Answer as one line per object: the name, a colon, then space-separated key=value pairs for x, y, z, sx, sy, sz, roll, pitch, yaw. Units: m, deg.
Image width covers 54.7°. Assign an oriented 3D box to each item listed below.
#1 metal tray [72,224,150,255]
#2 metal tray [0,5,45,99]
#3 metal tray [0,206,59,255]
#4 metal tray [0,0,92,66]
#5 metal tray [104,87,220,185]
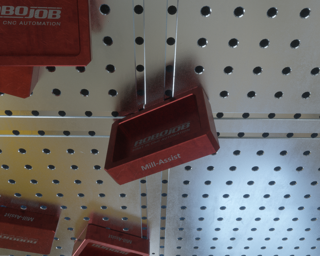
metal tray: x=-0.097 y=0.241 z=0.611 sx=0.131 sy=0.030 sz=0.089 roll=22 pitch=127 yaw=-19
metal tray: x=-0.198 y=-0.091 z=0.328 sx=0.131 sy=0.030 sz=0.089 roll=16 pitch=128 yaw=-14
metal tray: x=-0.259 y=0.187 z=0.564 sx=0.131 sy=0.030 sz=0.089 roll=15 pitch=129 yaw=-13
metal tray: x=-0.131 y=-0.103 z=0.284 sx=0.131 sy=0.030 sz=0.089 roll=-2 pitch=106 yaw=-9
metal tray: x=0.000 y=0.009 z=0.376 sx=0.130 sy=0.090 sz=0.030 roll=-21 pitch=127 yaw=16
